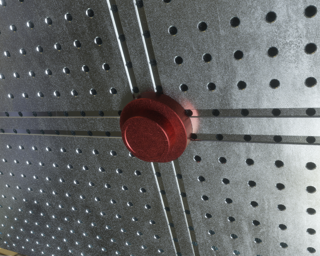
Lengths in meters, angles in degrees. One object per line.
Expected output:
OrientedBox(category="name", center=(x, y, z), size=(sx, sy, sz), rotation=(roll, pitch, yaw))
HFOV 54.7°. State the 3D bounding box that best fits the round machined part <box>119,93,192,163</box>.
OrientedBox(category="round machined part", center=(-0.011, 0.006, 0.408), size=(0.098, 0.042, 0.097), rotation=(13, 124, 20))
